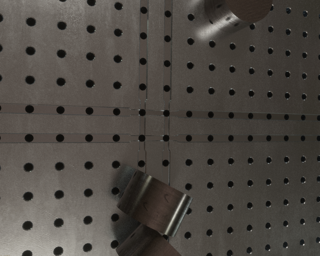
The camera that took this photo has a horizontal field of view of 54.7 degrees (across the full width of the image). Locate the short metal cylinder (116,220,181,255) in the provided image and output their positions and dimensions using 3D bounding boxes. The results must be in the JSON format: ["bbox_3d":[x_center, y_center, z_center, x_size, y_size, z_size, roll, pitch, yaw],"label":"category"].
[{"bbox_3d":[-0.008,0.160,0.382,0.050,0.080,0.080,-44,104,-15],"label":"short metal cylinder"}]

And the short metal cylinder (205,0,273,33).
[{"bbox_3d":[0.111,-0.183,0.442,0.081,0.050,0.079,0,90,-21],"label":"short metal cylinder"}]

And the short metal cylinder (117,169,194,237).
[{"bbox_3d":[-0.006,0.091,0.382,0.080,0.080,0.050,31,80,-18],"label":"short metal cylinder"}]
